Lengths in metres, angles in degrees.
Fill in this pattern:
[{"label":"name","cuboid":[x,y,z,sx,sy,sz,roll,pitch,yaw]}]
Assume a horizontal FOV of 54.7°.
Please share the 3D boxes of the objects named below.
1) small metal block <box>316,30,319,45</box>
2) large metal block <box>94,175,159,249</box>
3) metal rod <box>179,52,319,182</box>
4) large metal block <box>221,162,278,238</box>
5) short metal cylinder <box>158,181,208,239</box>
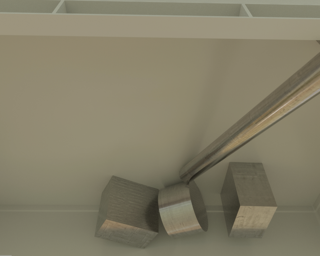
[{"label":"small metal block","cuboid":[0.200,-0.108,0.320,0.050,0.025,0.050,2,130,-2]},{"label":"large metal block","cuboid":[-0.050,0.131,0.484,0.080,0.080,0.050,21,127,-17]},{"label":"metal rod","cuboid":[0.085,0.010,0.344,0.025,0.025,0.299,14,152,-12]},{"label":"large metal block","cuboid":[0.129,0.109,0.468,0.050,0.080,0.079,2,130,-2]},{"label":"short metal cylinder","cuboid":[0.037,0.126,0.481,0.050,0.080,0.080,-20,128,16]}]
